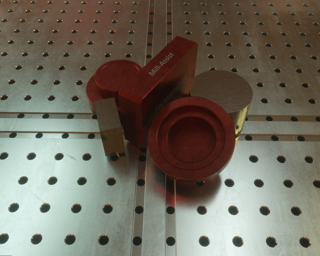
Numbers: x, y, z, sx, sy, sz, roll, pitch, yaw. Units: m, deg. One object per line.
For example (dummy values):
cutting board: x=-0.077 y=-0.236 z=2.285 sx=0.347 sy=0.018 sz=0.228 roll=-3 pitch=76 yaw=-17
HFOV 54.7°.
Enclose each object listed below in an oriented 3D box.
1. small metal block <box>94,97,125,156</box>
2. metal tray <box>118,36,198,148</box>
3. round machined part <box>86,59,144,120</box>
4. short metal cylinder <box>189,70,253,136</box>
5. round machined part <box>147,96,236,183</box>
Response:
small metal block: x=-0.063 y=-0.001 z=0.386 sx=0.025 sy=0.050 sz=0.050 roll=-12 pitch=51 yaw=-10
metal tray: x=0.002 y=-0.047 z=0.400 sx=0.030 sy=0.089 sz=0.130 roll=26 pitch=55 yaw=20
round machined part: x=-0.056 y=-0.061 z=0.441 sx=0.099 sy=0.042 sz=0.098 roll=0 pitch=50 yaw=0
short metal cylinder: x=0.078 y=-0.032 z=0.414 sx=0.081 sy=0.050 sz=0.080 roll=0 pitch=50 yaw=0
round machined part: x=0.038 y=0.016 z=0.364 sx=0.098 sy=0.042 sz=0.098 roll=-3 pitch=71 yaw=10
